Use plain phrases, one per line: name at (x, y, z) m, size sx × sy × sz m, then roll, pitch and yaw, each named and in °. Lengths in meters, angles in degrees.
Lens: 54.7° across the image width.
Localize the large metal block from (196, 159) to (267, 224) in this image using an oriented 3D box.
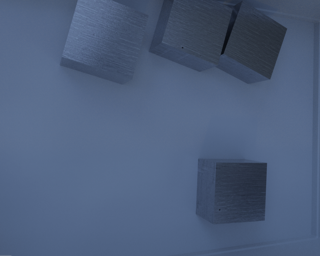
large metal block at (0.100, 0.086, 0.436) m, size 0.081 × 0.050 × 0.079 m, roll 3°, pitch 89°, yaw -20°

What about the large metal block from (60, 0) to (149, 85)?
large metal block at (-0.068, -0.105, 0.373) m, size 0.081 × 0.050 × 0.080 m, roll 15°, pitch 85°, yaw -20°

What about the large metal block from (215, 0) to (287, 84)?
large metal block at (0.123, -0.119, 0.444) m, size 0.080 × 0.050 × 0.080 m, roll 23°, pitch 82°, yaw -19°

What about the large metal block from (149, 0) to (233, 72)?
large metal block at (0.040, -0.130, 0.413) m, size 0.081 × 0.050 × 0.080 m, roll 17°, pitch 84°, yaw -20°
